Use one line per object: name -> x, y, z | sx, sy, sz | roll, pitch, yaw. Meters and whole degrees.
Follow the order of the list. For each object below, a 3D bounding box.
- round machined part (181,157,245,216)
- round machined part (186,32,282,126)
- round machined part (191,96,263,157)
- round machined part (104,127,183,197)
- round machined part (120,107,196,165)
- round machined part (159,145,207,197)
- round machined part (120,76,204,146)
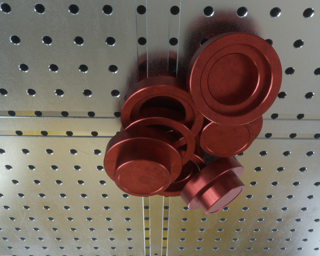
round machined part -> 0.082, 0.087, 0.443 | 0.099, 0.042, 0.098 | -27, 150, -17
round machined part -> 0.077, -0.054, 0.340 | 0.099, 0.042, 0.097 | -2, 109, -6
round machined part -> 0.083, 0.000, 0.401 | 0.099, 0.042, 0.097 | 0, 130, 0
round machined part -> -0.021, 0.049, 0.386 | 0.099, 0.042, 0.097 | 0, 130, 0
round machined part -> -0.004, 0.011, 0.409 | 0.099, 0.042, 0.097 | 0, 130, 0
round machined part -> 0.017, 0.052, 0.444 | 0.099, 0.042, 0.097 | 0, 130, 0
round machined part -> 0.003, -0.023, 0.381 | 0.099, 0.042, 0.097 | 0, 130, 0
